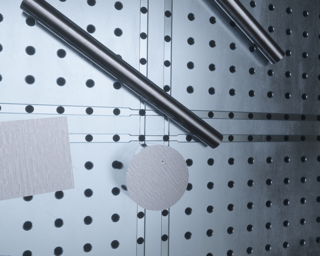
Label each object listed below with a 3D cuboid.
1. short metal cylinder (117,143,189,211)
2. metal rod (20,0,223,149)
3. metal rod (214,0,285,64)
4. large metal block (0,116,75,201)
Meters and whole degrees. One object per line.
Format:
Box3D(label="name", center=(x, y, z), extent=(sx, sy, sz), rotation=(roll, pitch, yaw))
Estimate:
Box3D(label="short metal cylinder", center=(-0.010, 0.060, 0.397), extent=(0.081, 0.050, 0.079), rotation=(0, 90, -21))
Box3D(label="metal rod", center=(-0.036, -0.064, 0.400), extent=(0.301, 0.025, 0.025), rotation=(35, 79, -17))
Box3D(label="metal rod", center=(0.075, -0.204, 0.441), extent=(0.300, 0.025, 0.025), rotation=(41, 77, -16))
Box3D(label="large metal block", center=(-0.144, 0.030, 0.347), extent=(0.081, 0.050, 0.079), rotation=(-6, 92, -20))
